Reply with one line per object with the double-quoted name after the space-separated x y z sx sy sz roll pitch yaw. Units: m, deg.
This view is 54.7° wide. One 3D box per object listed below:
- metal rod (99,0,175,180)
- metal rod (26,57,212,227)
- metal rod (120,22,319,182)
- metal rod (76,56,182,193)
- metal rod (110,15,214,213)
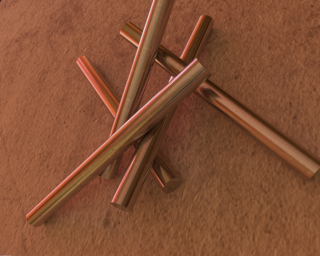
-0.021 -0.078 0.384 0.025 0.025 0.298 24 98 36 "metal rod"
-0.061 0.029 0.370 0.299 0.025 0.025 -41 50 18 "metal rod"
0.053 -0.047 0.367 0.025 0.025 0.300 -46 63 -4 "metal rod"
-0.060 -0.025 0.448 0.025 0.025 0.300 -40 51 1 "metal rod"
0.014 -0.037 0.397 0.025 0.025 0.300 7 58 31 "metal rod"
